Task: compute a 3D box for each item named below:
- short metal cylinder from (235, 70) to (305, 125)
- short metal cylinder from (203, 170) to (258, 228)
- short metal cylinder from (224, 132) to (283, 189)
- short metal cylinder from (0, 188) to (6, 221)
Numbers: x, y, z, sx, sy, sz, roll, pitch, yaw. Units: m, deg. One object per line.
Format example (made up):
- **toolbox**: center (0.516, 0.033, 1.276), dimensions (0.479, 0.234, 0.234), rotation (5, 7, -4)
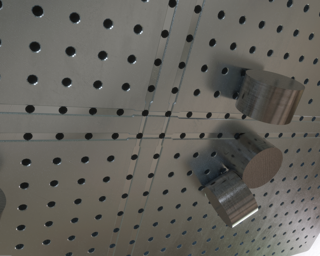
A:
- **short metal cylinder**: center (0.152, -0.045, 0.433), dimensions (0.081, 0.080, 0.050), rotation (-3, 120, -28)
- **short metal cylinder**: center (0.116, 0.117, 0.514), dimensions (0.050, 0.080, 0.080), rotation (-31, 129, -9)
- **short metal cylinder**: center (0.155, 0.053, 0.515), dimensions (0.081, 0.050, 0.079), rotation (-14, 125, -21)
- **short metal cylinder**: center (-0.209, 0.091, 0.318), dimensions (0.081, 0.080, 0.050), rotation (14, 111, -34)
